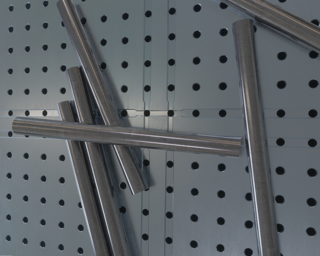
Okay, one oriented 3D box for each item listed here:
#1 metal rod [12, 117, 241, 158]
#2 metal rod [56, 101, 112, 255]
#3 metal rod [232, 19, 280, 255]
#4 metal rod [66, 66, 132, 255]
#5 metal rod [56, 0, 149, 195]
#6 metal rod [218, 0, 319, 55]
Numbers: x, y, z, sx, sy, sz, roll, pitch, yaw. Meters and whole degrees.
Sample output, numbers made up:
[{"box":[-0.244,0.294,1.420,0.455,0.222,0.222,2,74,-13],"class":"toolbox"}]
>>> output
[{"box":[-0.050,0.011,0.405,0.301,0.025,0.025,5,92,10],"class":"metal rod"},{"box":[-0.101,0.106,0.449,0.025,0.025,0.299,-18,84,19],"class":"metal rod"},{"box":[0.116,0.021,0.371,0.025,0.025,0.298,-7,88,20],"class":"metal rod"},{"box":[-0.086,0.057,0.443,0.025,0.025,0.299,-18,84,19],"class":"metal rod"},{"box":[-0.084,-0.050,0.442,0.025,0.025,0.299,-26,82,18],"class":"metal rod"},{"box":[0.112,-0.146,0.372,0.300,0.025,0.025,36,102,16],"class":"metal rod"}]
